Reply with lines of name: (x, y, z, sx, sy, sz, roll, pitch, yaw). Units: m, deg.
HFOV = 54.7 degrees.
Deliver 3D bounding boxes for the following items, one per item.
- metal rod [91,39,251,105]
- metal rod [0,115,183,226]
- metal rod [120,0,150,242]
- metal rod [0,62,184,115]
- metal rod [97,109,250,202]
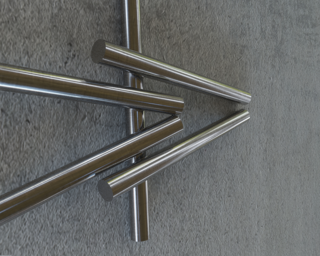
metal rod: (0.041, -0.064, 0.422, 0.302, 0.025, 0.025, 7, 86, -46)
metal rod: (-0.095, 0.051, 0.309, 0.302, 0.025, 0.025, -26, 107, -32)
metal rod: (-0.031, -0.012, 0.382, 0.025, 0.025, 0.298, -4, 93, -40)
metal rod: (-0.102, -0.041, 0.304, 0.302, 0.025, 0.025, 6, 86, -34)
metal rod: (0.043, 0.022, 0.424, 0.302, 0.025, 0.025, -23, 105, -44)
